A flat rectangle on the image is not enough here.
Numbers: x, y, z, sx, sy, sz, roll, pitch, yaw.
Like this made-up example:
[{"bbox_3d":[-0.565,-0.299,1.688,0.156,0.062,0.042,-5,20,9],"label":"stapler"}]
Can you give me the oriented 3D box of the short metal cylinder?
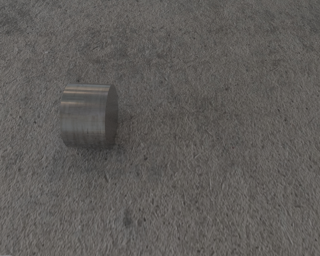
[{"bbox_3d":[-0.083,-0.015,0.380,0.050,0.080,0.080,3,50,2],"label":"short metal cylinder"}]
